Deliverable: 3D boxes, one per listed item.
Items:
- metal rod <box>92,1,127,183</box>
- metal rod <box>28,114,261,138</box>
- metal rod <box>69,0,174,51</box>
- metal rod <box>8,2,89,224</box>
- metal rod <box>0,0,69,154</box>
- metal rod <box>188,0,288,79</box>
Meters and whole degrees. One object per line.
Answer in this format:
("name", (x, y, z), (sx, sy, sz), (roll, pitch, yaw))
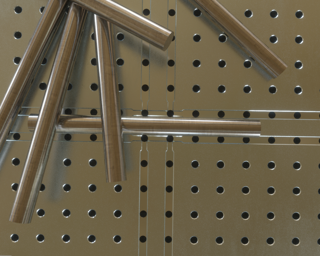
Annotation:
("metal rod", (-0.068, -0.082, 0.396), (0.025, 0.025, 0.299), (-6, 83, 0))
("metal rod", (-0.020, -0.003, 0.413), (0.302, 0.025, 0.025), (1, 90, 0))
("metal rod", (-0.119, -0.176, 0.384), (0.301, 0.025, 0.025), (30, 90, 8))
("metal rod", (-0.134, -0.034, 0.390), (0.025, 0.025, 0.299), (13, 81, 0))
("metal rod", (-0.185, -0.059, 0.412), (0.025, 0.025, 0.299), (25, 90, 0))
("metal rod", (0.051, -0.176, 0.413), (0.300, 0.025, 0.025), (43, 90, 0))
